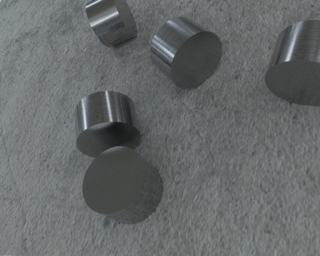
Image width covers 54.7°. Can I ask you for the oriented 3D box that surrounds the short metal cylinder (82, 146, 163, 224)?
[{"bbox_3d":[-0.043,0.068,0.367,0.080,0.050,0.080,-13,56,20],"label":"short metal cylinder"}]

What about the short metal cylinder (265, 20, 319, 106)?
[{"bbox_3d":[0.158,-0.066,0.326,0.080,0.080,0.050,10,67,32],"label":"short metal cylinder"}]

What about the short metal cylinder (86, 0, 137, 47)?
[{"bbox_3d":[-0.080,-0.183,0.521,0.050,0.080,0.080,-19,54,17],"label":"short metal cylinder"}]

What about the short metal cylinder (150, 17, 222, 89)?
[{"bbox_3d":[0.035,-0.099,0.410,0.080,0.080,0.050,-41,51,0],"label":"short metal cylinder"}]

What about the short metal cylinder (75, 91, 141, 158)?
[{"bbox_3d":[-0.069,-0.003,0.405,0.080,0.080,0.050,-24,53,13],"label":"short metal cylinder"}]
